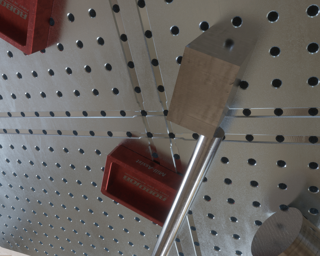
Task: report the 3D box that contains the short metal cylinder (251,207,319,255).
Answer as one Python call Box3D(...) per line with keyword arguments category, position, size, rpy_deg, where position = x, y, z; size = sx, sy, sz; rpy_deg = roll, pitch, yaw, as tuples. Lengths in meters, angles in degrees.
Box3D(category="short metal cylinder", position=(0.160, 0.146, 0.381), size=(0.050, 0.080, 0.080), rpy_deg=(43, 129, -2))

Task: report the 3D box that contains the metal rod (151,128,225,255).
Box3D(category="metal rod", position=(0.025, 0.117, 0.430), size=(0.025, 0.025, 0.298), rpy_deg=(26, 128, 12))

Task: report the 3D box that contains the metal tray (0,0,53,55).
Box3D(category="metal tray", position=(-0.209, -0.169, 0.413), size=(0.130, 0.030, 0.089), rpy_deg=(32, 129, 7))

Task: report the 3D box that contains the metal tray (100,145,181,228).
Box3D(category="metal tray", position=(-0.024, 0.092, 0.477), size=(0.130, 0.030, 0.089), rpy_deg=(26, 128, 12))

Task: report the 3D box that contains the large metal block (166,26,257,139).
Box3D(category="large metal block", position=(0.053, -0.049, 0.317), size=(0.050, 0.080, 0.079), rpy_deg=(24, 127, 13))
